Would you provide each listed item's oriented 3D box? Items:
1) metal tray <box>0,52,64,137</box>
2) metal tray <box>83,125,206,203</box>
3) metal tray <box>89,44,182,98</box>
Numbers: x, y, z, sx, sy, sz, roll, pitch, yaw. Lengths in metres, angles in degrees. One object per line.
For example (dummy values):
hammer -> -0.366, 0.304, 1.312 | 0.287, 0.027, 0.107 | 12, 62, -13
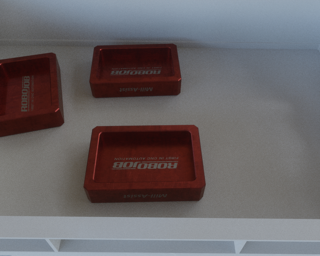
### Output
metal tray -> -0.190, -0.052, 0.442 | 0.091, 0.030, 0.130 | -11, 51, -10
metal tray -> -0.017, 0.040, 0.367 | 0.131, 0.030, 0.090 | -1, 50, -1
metal tray -> -0.037, -0.090, 0.476 | 0.131, 0.030, 0.090 | -2, 50, -2
